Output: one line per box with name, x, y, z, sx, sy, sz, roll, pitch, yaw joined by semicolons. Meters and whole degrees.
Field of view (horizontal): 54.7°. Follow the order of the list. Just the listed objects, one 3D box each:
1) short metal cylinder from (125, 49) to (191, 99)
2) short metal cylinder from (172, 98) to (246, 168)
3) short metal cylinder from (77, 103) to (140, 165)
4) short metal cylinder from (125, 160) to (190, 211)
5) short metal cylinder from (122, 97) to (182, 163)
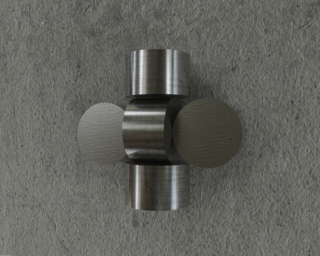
short metal cylinder;-0.002;-0.063;0.382;0.080;0.080;0.050;0;90;20
short metal cylinder;0.061;0.006;0.375;0.080;0.050;0.080;0;90;20
short metal cylinder;-0.063;0.007;0.419;0.080;0.050;0.080;0;90;19
short metal cylinder;-0.003;0.067;0.383;0.080;0.080;0.050;0;90;20
short metal cylinder;-0.006;0.002;0.383;0.050;0.080;0.080;1;90;20
